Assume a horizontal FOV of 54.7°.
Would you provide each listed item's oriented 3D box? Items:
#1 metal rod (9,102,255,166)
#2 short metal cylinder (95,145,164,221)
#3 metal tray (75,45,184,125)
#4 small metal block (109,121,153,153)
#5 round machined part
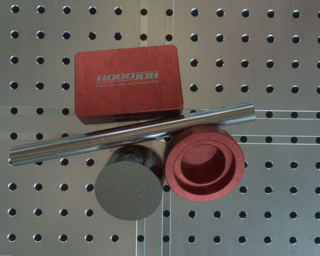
[{"bbox_3d":[-0.033,0.007,0.387,0.302,0.025,0.025,-11,90,-1],"label":"metal rod"},{"bbox_3d":[-0.035,0.068,0.389,0.080,0.050,0.079,1,109,5],"label":"short metal cylinder"},{"bbox_3d":[-0.040,-0.056,0.396,0.131,0.030,0.090,-5,71,-1],"label":"metal tray"},{"bbox_3d":[-0.036,0.015,0.421,0.050,0.025,0.050,18,90,-1],"label":"small metal block"},{"bbox_3d":[0.053,0.041,0.394,0.099,0.042,0.097,-2,112,-4],"label":"round machined part"}]
